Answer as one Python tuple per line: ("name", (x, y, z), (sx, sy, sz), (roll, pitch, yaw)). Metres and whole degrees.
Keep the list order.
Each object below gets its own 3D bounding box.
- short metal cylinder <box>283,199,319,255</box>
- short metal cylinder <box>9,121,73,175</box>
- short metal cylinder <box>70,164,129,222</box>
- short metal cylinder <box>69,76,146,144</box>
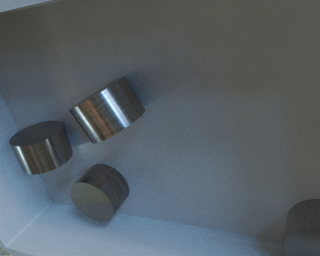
("short metal cylinder", (0.194, 0.133, 0.373), (0.080, 0.050, 0.079), (13, 124, 20))
("short metal cylinder", (-0.185, 0.029, 0.486), (0.080, 0.080, 0.050), (2, 119, 27))
("short metal cylinder", (-0.098, 0.106, 0.507), (0.080, 0.050, 0.079), (13, 124, 20))
("short metal cylinder", (-0.066, -0.023, 0.392), (0.080, 0.080, 0.050), (-21, 107, 35))
